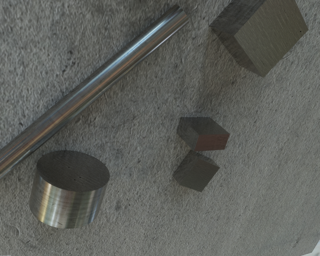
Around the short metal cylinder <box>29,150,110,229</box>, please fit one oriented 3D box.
[{"bbox_3d":[-0.104,0.068,0.357,0.081,0.080,0.050,6,116,-31],"label":"short metal cylinder"}]

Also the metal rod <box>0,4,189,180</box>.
[{"bbox_3d":[-0.091,-0.029,0.339,0.300,0.025,0.025,-40,130,-1],"label":"metal rod"}]

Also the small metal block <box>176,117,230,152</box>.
[{"bbox_3d":[0.059,0.007,0.427,0.050,0.050,0.025,-1,119,-28],"label":"small metal block"}]

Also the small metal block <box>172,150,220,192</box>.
[{"bbox_3d":[0.056,0.067,0.479,0.050,0.025,0.050,25,104,-37],"label":"small metal block"}]

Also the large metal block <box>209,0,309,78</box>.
[{"bbox_3d":[0.122,-0.123,0.381,0.080,0.050,0.080,-48,129,5],"label":"large metal block"}]
